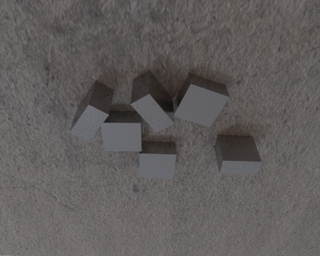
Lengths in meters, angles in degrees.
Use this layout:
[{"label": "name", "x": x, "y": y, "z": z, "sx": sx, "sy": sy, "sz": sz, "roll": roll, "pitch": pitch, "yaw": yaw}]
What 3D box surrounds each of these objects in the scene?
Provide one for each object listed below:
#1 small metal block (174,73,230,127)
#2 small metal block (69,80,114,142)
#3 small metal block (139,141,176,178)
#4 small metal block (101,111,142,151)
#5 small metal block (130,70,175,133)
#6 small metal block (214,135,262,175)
[{"label": "small metal block", "x": 0.049, "y": -0.033, "z": 0.380, "sx": 0.050, "sy": 0.025, "sz": 0.050, "roll": 17, "pitch": 128, "yaw": -14}, {"label": "small metal block", "x": -0.081, "y": -0.021, "z": 0.372, "sx": 0.025, "sy": 0.050, "sz": 0.050, "roll": 28, "pitch": 124, "yaw": -22}, {"label": "small metal block", "x": -0.004, "y": 0.046, "z": 0.447, "sx": 0.050, "sy": 0.025, "sz": 0.050, "roll": 2, "pitch": 130, "yaw": -3}, {"label": "small metal block", "x": -0.050, "y": 0.004, "z": 0.410, "sx": 0.050, "sy": 0.025, "sz": 0.050, "roll": 0, "pitch": 130, "yaw": -1}, {"label": "small metal block", "x": -0.008, "y": -0.031, "z": 0.364, "sx": 0.025, "sy": 0.050, "sz": 0.050, "roll": -27, "pitch": 125, "yaw": 21}, {"label": "small metal block", "x": 0.105, "y": 0.036, "z": 0.423, "sx": 0.050, "sy": 0.050, "sz": 0.025, "roll": 2, "pitch": 130, "yaw": -3}]
